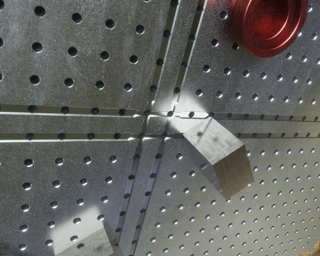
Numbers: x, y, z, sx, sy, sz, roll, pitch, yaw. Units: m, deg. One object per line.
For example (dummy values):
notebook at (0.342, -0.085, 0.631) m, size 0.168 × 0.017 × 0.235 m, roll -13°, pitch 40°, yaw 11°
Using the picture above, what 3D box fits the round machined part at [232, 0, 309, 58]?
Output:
round machined part at (0.130, -0.141, 0.384) m, size 0.099 × 0.042 × 0.097 m, roll -14°, pitch 124°, yaw -21°

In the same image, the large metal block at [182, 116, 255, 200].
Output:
large metal block at (0.084, 0.043, 0.448) m, size 0.050 × 0.080 × 0.080 m, roll -32°, pitch 129°, yaw -8°

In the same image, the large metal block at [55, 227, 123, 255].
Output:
large metal block at (-0.099, 0.212, 0.472) m, size 0.080 × 0.050 × 0.080 m, roll -29°, pitch 128°, yaw -10°
